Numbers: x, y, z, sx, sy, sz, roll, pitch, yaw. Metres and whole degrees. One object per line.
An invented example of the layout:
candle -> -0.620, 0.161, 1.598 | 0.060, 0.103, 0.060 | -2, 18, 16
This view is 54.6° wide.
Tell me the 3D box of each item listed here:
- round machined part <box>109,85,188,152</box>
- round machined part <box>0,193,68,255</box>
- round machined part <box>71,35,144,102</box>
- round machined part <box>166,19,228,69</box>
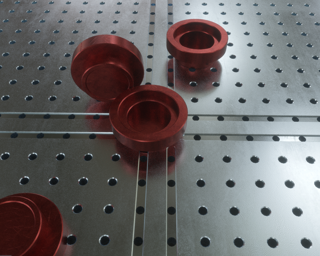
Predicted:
round machined part -> -0.014, -0.009, 0.404 | 0.099, 0.042, 0.098 | 0, 50, 0
round machined part -> -0.146, 0.107, 0.306 | 0.099, 0.042, 0.098 | 0, 50, 0
round machined part -> -0.071, -0.073, 0.422 | 0.099, 0.098, 0.042 | -4, 50, -3
round machined part -> 0.060, -0.135, 0.511 | 0.099, 0.042, 0.098 | 0, 50, 0
